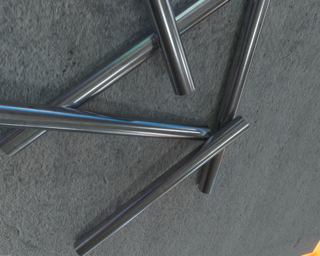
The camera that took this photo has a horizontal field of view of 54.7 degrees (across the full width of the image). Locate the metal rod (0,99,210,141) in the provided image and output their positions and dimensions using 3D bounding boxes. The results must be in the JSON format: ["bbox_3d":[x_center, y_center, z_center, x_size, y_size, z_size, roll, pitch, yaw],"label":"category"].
[{"bbox_3d":[-0.053,-0.004,0.350,0.302,0.025,0.025,6,116,-39],"label":"metal rod"}]

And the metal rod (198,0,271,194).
[{"bbox_3d":[0.099,-0.030,0.441,0.025,0.025,0.298,-4,121,-26],"label":"metal rod"}]

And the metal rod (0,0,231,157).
[{"bbox_3d":[-0.044,-0.069,0.340,0.301,0.025,0.025,-36,129,-4],"label":"metal rod"}]

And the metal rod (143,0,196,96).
[{"bbox_3d":[-0.019,-0.162,0.275,0.025,0.025,0.299,-28,122,-11],"label":"metal rod"}]

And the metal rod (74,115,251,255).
[{"bbox_3d":[0.000,0.084,0.441,0.300,0.025,0.025,-38,130,5],"label":"metal rod"}]
